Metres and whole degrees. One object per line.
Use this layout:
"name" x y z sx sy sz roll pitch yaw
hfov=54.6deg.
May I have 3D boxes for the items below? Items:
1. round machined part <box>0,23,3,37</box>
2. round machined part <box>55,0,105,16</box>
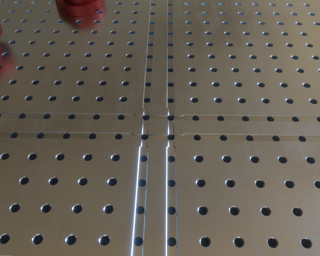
"round machined part" -0.319 -0.156 0.527 0.099 0.042 0.098 0 50 0
"round machined part" -0.162 -0.269 0.622 0.099 0.042 0.098 0 50 0
